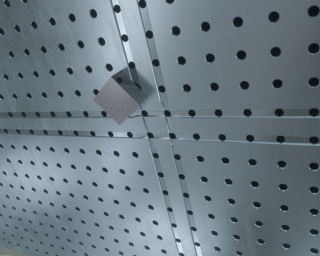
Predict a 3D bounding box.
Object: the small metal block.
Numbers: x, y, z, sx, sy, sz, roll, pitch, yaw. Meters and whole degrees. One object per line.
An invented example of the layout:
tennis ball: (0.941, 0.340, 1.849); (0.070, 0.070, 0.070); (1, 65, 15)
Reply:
small metal block: (-0.053, -0.040, 0.415); (0.050, 0.025, 0.050); (45, 129, -4)
